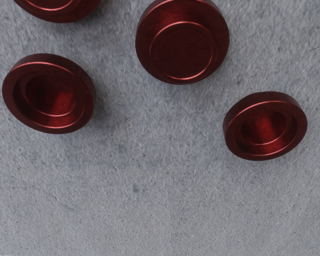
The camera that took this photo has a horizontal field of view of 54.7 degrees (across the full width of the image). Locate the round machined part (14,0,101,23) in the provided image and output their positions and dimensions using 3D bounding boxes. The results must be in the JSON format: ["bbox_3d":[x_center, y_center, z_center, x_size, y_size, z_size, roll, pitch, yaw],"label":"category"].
[{"bbox_3d":[-0.097,-0.140,0.275,0.099,0.042,0.097,-1,130,0],"label":"round machined part"}]

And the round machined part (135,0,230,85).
[{"bbox_3d":[0.023,-0.086,0.323,0.099,0.042,0.097,-1,130,0],"label":"round machined part"}]

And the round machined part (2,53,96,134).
[{"bbox_3d":[-0.123,-0.042,0.358,0.099,0.042,0.097,-1,130,0],"label":"round machined part"}]

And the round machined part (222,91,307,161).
[{"bbox_3d":[0.128,-0.007,0.393,0.099,0.042,0.097,-1,130,0],"label":"round machined part"}]
